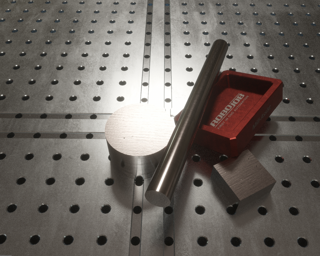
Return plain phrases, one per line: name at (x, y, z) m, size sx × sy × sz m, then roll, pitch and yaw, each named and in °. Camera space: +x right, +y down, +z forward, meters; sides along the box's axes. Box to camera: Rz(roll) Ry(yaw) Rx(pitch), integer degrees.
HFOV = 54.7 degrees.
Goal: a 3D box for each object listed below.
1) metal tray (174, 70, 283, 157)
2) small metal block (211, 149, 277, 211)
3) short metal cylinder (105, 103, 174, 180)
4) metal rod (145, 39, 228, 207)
metal tray at (0.092, -0.026, 0.410) m, size 0.090 × 0.030 × 0.131 m, roll 20°, pitch 51°, yaw 37°
small metal block at (0.095, 0.059, 0.359) m, size 0.050 × 0.025 × 0.050 m, roll -22°, pitch 54°, yaw -18°
short metal cylinder at (-0.024, 0.016, 0.378) m, size 0.081 × 0.050 × 0.080 m, roll 0°, pitch 50°, yaw 0°
metal rod at (0.047, -0.032, 0.389) m, size 0.025 × 0.025 × 0.301 m, roll 15°, pitch 45°, yaw 12°
